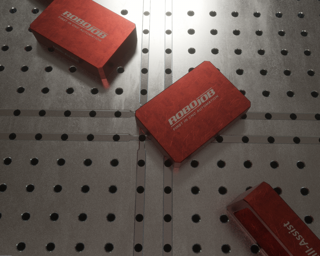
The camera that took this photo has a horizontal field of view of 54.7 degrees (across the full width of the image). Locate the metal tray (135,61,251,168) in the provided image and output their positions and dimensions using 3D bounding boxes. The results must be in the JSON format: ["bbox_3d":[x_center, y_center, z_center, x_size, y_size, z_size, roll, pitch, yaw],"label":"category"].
[{"bbox_3d":[0.044,-0.021,0.417,0.131,0.030,0.090,-37,75,-13],"label":"metal tray"}]

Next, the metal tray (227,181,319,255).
[{"bbox_3d":[0.135,0.124,0.333,0.030,0.090,0.130,-37,75,-12],"label":"metal tray"}]

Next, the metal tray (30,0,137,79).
[{"bbox_3d":[-0.111,-0.142,0.460,0.130,0.030,0.090,31,73,10],"label":"metal tray"}]

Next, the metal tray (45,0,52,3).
[{"bbox_3d":[-0.155,-0.266,0.504,0.090,0.030,0.130,38,74,12],"label":"metal tray"}]
